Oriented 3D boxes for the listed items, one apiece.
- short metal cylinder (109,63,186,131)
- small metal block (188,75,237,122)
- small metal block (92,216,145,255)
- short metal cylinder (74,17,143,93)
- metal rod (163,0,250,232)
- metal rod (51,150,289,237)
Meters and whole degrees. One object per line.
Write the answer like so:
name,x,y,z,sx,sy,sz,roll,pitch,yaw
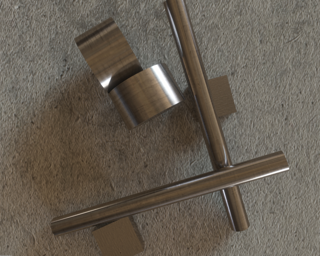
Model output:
short metal cylinder,-0.015,-0.038,0.382,0.080,0.080,0.050,-29,90,0
small metal block,0.068,-0.038,0.410,0.050,0.025,0.050,-15,90,0
small metal block,-0.054,0.145,0.410,0.050,0.025,0.050,-25,90,0
short metal cylinder,-0.060,-0.087,0.382,0.050,0.080,0.080,-31,90,0
metal rod,0.061,-0.009,0.385,0.025,0.025,0.298,-18,100,0
metal rod,0.004,0.084,0.385,0.301,0.025,0.025,-18,90,9
